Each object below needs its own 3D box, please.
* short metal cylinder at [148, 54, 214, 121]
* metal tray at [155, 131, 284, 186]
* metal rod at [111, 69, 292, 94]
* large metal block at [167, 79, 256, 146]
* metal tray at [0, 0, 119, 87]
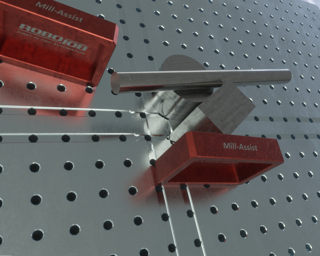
[{"bbox_3d":[0.029,-0.057,0.442,0.081,0.050,0.080,14,56,-21],"label":"short metal cylinder"},{"bbox_3d":[0.071,0.042,0.378,0.131,0.090,0.030,5,60,-26],"label":"metal tray"},{"bbox_3d":[0.077,-0.067,0.426,0.303,0.025,0.025,-8,66,-32],"label":"metal rod"},{"bbox_3d":[0.068,-0.008,0.414,0.050,0.080,0.080,47,51,4],"label":"large metal block"},{"bbox_3d":[-0.124,-0.101,0.361,0.131,0.090,0.030,15,56,-20],"label":"metal tray"}]
